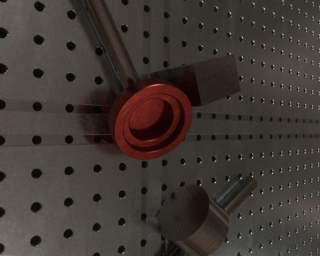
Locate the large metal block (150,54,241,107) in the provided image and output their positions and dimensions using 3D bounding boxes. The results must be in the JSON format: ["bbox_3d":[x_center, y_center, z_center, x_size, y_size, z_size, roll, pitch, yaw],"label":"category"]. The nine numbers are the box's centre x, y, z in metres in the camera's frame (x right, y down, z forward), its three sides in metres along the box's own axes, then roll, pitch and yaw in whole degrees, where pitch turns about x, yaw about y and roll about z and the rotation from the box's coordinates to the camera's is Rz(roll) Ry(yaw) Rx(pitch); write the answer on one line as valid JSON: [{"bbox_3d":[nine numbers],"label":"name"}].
[{"bbox_3d":[0.047,-0.061,0.415,0.081,0.080,0.050,-22,104,-38],"label":"large metal block"}]

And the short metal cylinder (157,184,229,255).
[{"bbox_3d":[0.044,0.123,0.413,0.050,0.080,0.080,47,62,-31],"label":"short metal cylinder"}]

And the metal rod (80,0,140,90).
[{"bbox_3d":[-0.089,-0.174,0.335,0.025,0.025,0.299,-37,113,-34],"label":"metal rod"}]

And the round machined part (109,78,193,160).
[{"bbox_3d":[-0.014,-0.014,0.370,0.099,0.042,0.097,-13,123,-21],"label":"round machined part"}]

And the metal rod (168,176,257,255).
[{"bbox_3d":[0.057,0.163,0.459,0.302,0.025,0.025,-33,111,-35],"label":"metal rod"}]
